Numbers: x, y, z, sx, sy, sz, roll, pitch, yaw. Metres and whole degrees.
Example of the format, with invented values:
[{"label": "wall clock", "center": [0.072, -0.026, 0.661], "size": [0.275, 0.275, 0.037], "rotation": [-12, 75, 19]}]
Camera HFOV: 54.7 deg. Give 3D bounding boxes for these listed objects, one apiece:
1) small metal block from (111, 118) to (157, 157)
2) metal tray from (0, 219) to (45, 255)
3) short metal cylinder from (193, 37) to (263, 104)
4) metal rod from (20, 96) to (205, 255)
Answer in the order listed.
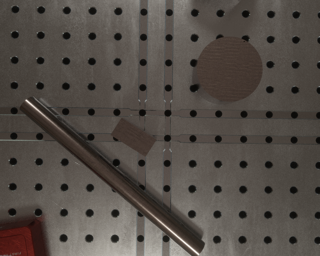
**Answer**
[{"label": "small metal block", "center": [-0.032, 0.011, 0.401], "size": [0.050, 0.050, 0.025], "rotation": [32, 90, -1]}, {"label": "metal tray", "center": [-0.222, 0.178, 0.408], "size": [0.131, 0.030, 0.089], "rotation": [-9, 90, -1]}, {"label": "short metal cylinder", "center": [0.085, -0.072, 0.402], "size": [0.081, 0.050, 0.079], "rotation": [0, 90, -1]}, {"label": "metal rod", "center": [-0.062, 0.065, 0.412], "size": [0.300, 0.025, 0.025], "rotation": [41, 90, -1]}]
